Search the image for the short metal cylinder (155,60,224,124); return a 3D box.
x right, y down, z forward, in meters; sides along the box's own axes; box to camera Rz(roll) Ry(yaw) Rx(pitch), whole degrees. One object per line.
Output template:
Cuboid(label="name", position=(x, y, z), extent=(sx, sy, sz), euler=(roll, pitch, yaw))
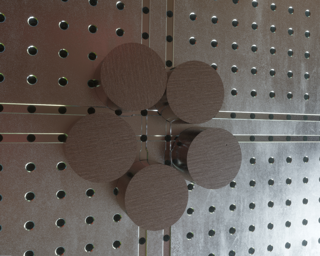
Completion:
Cuboid(label="short metal cylinder", position=(0.037, -0.045, 0.412), extent=(0.081, 0.050, 0.079), euler=(0, 90, -20))

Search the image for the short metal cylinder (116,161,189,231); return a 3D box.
Cuboid(label="short metal cylinder", position=(-0.011, 0.083, 0.394), extent=(0.081, 0.050, 0.080), euler=(0, 90, -19))

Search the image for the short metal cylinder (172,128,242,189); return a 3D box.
Cuboid(label="short metal cylinder", position=(0.062, 0.039, 0.421), extent=(0.081, 0.050, 0.079), euler=(-1, 92, -20))

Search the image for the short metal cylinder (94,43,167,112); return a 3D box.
Cuboid(label="short metal cylinder", position=(-0.038, -0.060, 0.385), extent=(0.081, 0.050, 0.079), euler=(0, 90, -20))

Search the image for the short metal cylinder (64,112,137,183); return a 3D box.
Cuboid(label="short metal cylinder", position=(-0.073, 0.022, 0.372), extent=(0.081, 0.050, 0.079), euler=(0, 91, -20))
